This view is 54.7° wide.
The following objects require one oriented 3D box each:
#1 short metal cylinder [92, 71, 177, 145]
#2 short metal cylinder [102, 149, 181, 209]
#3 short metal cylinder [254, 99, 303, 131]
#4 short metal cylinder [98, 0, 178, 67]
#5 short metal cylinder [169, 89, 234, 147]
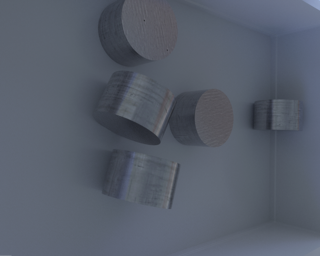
[{"bbox_3d":[-0.028,-0.020,0.347,0.080,0.080,0.050,35,69,-35],"label":"short metal cylinder"},{"bbox_3d":[-0.021,0.058,0.353,0.080,0.080,0.050,21,77,-38],"label":"short metal cylinder"},{"bbox_3d":[0.207,-0.021,0.544,0.081,0.080,0.050,3,88,-40],"label":"short metal cylinder"},{"bbox_3d":[-0.025,-0.117,0.368,0.081,0.050,0.080,0,90,-40],"label":"short metal cylinder"},{"bbox_3d":[0.059,-0.014,0.440,0.081,0.050,0.080,0,90,-40],"label":"short metal cylinder"}]
